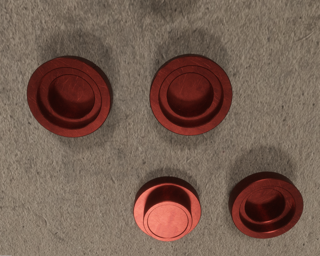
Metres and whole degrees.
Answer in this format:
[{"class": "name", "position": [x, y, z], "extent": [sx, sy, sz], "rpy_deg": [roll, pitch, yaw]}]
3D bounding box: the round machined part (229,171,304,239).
[{"class": "round machined part", "position": [0.147, 0.105, 0.442], "extent": [0.099, 0.042, 0.097], "rpy_deg": [0, 110, -1]}]

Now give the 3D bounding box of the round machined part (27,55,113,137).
[{"class": "round machined part", "position": [-0.107, -0.041, 0.384], "extent": [0.099, 0.042, 0.097], "rpy_deg": [0, 110, -1]}]

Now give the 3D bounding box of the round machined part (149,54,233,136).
[{"class": "round machined part", "position": [0.037, -0.043, 0.385], "extent": [0.099, 0.042, 0.097], "rpy_deg": [0, 110, -1]}]

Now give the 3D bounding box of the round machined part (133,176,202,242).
[{"class": "round machined part", "position": [0.011, 0.123, 0.446], "extent": [0.099, 0.042, 0.097], "rpy_deg": [0, 110, -1]}]
